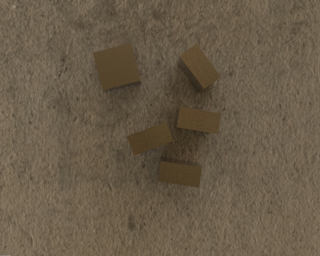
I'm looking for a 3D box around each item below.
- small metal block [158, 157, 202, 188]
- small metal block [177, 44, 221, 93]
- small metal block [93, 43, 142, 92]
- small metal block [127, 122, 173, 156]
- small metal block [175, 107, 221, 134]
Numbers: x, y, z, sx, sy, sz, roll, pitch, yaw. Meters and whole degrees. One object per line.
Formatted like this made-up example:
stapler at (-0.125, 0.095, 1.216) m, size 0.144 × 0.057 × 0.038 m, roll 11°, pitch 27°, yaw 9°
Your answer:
small metal block at (0.024, 0.056, 0.398) m, size 0.050 × 0.050 × 0.025 m, roll 9°, pitch 90°, yaw -1°
small metal block at (0.049, -0.074, 0.398) m, size 0.025 × 0.050 × 0.050 m, roll -36°, pitch 90°, yaw 0°
small metal block at (-0.055, -0.079, 0.409) m, size 0.050 × 0.025 × 0.050 m, roll -15°, pitch 90°, yaw -1°
small metal block at (-0.012, 0.013, 0.397) m, size 0.050 × 0.050 × 0.025 m, roll -20°, pitch 90°, yaw 0°
small metal block at (0.047, -0.009, 0.398) m, size 0.050 × 0.050 × 0.025 m, roll 9°, pitch 90°, yaw -1°
